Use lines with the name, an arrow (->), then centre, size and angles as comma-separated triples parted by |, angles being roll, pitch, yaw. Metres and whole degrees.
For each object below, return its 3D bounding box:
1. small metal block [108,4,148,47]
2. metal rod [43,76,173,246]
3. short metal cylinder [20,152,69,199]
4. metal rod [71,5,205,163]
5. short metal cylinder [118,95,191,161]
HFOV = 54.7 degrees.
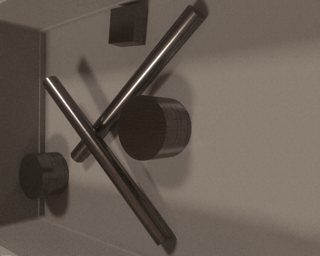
small metal block -> -0.046, -0.145, 0.442 | 0.050, 0.025, 0.050 | 8, 95, 39
metal rod -> -0.084, 0.035, 0.447 | 0.300, 0.025, 0.025 | 50, 120, 18
short metal cylinder -> -0.210, 0.085, 0.560 | 0.080, 0.050, 0.079 | 0, 90, 39
metal rod -> -0.047, -0.045, 0.443 | 0.299, 0.025, 0.025 | -46, 63, 30
short metal cylinder -> -0.007, 0.000, 0.395 | 0.080, 0.050, 0.079 | 0, 90, 39
